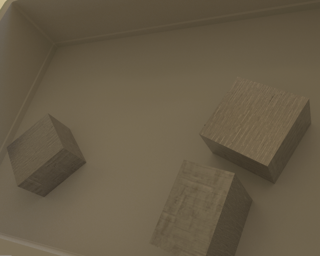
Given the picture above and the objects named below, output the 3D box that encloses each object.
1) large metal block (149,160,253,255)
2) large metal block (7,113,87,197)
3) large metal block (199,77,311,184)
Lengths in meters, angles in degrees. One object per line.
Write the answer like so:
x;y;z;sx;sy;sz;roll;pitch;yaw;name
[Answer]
0.044;0.087;0.294;0.050;0.080;0.080;12;68;33;large metal block
-0.167;0.039;0.454;0.080;0.050;0.080;-40;51;1;large metal block
0.103;0.000;0.335;0.080;0.050;0.080;27;76;37;large metal block
